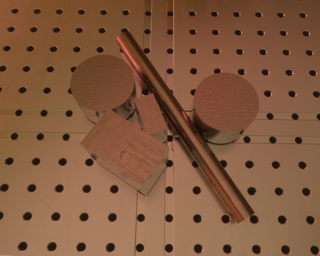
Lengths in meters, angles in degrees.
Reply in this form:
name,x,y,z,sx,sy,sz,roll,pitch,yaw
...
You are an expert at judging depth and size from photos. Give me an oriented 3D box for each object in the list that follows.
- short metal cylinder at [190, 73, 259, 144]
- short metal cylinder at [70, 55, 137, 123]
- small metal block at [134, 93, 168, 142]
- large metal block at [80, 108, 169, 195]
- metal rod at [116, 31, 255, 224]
name,x,y,z,sx,sy,sz,roll,pitch,yaw
short metal cylinder,0.082,-0.025,0.404,0.081,0.050,0.080,0,70,0
short metal cylinder,-0.072,-0.050,0.412,0.081,0.050,0.080,0,70,0
small metal block,-0.011,-0.009,0.397,0.025,0.050,0.050,-20,72,-7
large metal block,-0.037,0.032,0.366,0.080,0.080,0.050,32,74,11
metal rod,0.024,-0.013,0.412,0.025,0.025,0.299,-30,73,-10
